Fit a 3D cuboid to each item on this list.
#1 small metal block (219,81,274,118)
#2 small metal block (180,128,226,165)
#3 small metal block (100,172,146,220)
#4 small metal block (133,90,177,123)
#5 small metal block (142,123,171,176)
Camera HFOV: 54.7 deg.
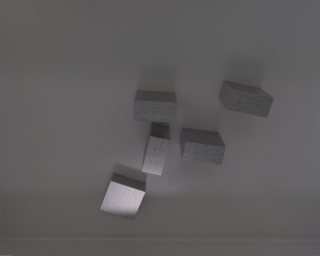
[{"bbox_3d":[0.105,-0.037,0.385,0.050,0.050,0.025,11,110,-4],"label":"small metal block"},{"bbox_3d":[0.054,0.023,0.407,0.050,0.050,0.025,8,110,-3],"label":"small metal block"},{"bbox_3d":[-0.053,0.098,0.447,0.050,0.025,0.050,20,109,-7],"label":"small metal block"},{"bbox_3d":[-0.006,-0.028,0.387,0.050,0.050,0.025,3,110,-1],"label":"small metal block"},{"bbox_3d":[-0.005,0.026,0.407,0.025,0.050,0.050,13,110,-5],"label":"small metal block"}]
